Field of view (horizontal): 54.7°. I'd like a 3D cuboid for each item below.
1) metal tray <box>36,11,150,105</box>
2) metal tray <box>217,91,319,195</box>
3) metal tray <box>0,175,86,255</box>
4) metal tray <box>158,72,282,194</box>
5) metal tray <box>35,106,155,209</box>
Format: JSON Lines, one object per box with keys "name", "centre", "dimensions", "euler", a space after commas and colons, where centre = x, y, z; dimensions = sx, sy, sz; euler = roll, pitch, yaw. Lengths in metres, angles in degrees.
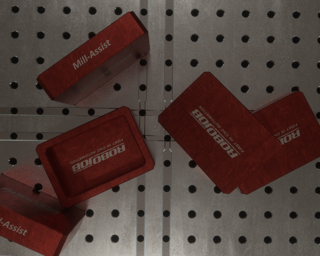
{"name": "metal tray", "centre": [-0.074, -0.080, 0.379], "dimensions": [0.130, 0.090, 0.030], "euler": [-36, 91, 0]}
{"name": "metal tray", "centre": [0.145, 0.019, 0.413], "dimensions": [0.131, 0.030, 0.090], "euler": [-27, 90, -1]}
{"name": "metal tray", "centre": [-0.166, 0.103, 0.378], "dimensions": [0.131, 0.090, 0.030], "euler": [24, 90, -1]}
{"name": "metal tray", "centre": [0.073, 0.005, 0.390], "dimensions": [0.090, 0.030, 0.130], "euler": [-44, 77, 10]}
{"name": "metal tray", "centre": [-0.082, 0.037, 0.409], "dimensions": [0.131, 0.030, 0.090], "euler": [-25, 90, -1]}
